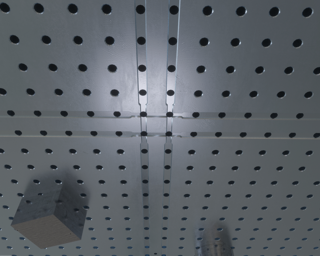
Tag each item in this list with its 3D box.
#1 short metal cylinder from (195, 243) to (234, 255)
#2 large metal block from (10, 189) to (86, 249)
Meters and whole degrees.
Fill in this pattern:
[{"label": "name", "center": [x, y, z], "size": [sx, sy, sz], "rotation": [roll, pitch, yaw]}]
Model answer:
[{"label": "short metal cylinder", "center": [0.114, 0.279, 0.634], "size": [0.081, 0.050, 0.079], "rotation": [0, 130, 0]}, {"label": "large metal block", "center": [-0.185, 0.156, 0.526], "size": [0.080, 0.050, 0.080], "rotation": [-17, 128, 14]}]
